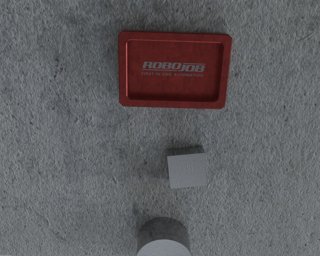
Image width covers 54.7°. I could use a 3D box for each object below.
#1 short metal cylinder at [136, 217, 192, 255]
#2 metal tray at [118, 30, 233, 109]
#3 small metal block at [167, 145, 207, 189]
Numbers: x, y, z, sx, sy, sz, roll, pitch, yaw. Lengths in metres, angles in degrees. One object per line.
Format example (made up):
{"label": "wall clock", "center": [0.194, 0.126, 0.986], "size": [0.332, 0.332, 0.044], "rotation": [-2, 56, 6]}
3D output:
{"label": "short metal cylinder", "center": [0.006, 0.182, 0.464], "size": [0.081, 0.050, 0.079], "rotation": [0, 110, 0]}
{"label": "metal tray", "center": [0.017, -0.072, 0.380], "size": [0.131, 0.030, 0.089], "rotation": [2, 110, -1]}
{"label": "small metal block", "center": [0.037, 0.054, 0.430], "size": [0.050, 0.025, 0.050], "rotation": [-5, 110, 2]}
